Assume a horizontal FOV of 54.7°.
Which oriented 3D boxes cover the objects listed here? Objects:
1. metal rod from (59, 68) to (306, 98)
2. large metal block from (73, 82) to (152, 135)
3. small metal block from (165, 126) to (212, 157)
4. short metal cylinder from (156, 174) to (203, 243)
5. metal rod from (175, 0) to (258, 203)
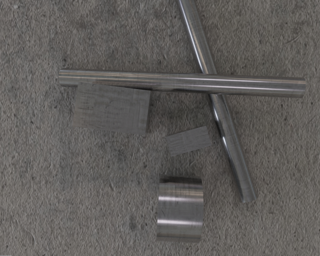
[{"bbox_3d":[0.021,-0.057,0.390,0.302,0.025,0.025,4,90,7],"label":"metal rod"},{"bbox_3d":[-0.053,-0.022,0.382,0.080,0.080,0.050,7,90,0],"label":"large metal block"},{"bbox_3d":[0.035,0.016,0.398,0.050,0.050,0.025,-15,90,0],"label":"small metal block"},{"bbox_3d":[0.023,0.099,0.383,0.050,0.080,0.080,3,90,0],"label":"short metal cylinder"},{"bbox_3d":[0.072,-0.048,0.410,0.025,0.025,0.298,-18,90,0],"label":"metal rod"}]
